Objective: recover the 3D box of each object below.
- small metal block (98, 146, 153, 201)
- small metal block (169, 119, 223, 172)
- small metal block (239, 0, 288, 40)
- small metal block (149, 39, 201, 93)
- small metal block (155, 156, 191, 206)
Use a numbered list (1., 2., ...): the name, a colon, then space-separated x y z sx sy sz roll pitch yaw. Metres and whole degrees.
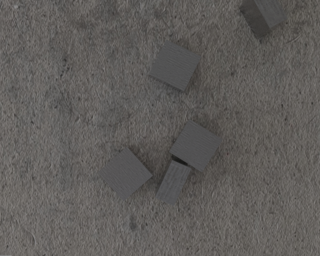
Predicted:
1. small metal block: -0.045 0.059 0.410 0.050 0.025 0.050 -42 90 0
2. small metal block: 0.046 0.023 0.410 0.050 0.025 0.050 32 90 0
3. small metal block: 0.131 -0.148 0.398 0.025 0.050 0.050 -29 90 0
4. small metal block: 0.020 -0.080 0.410 0.050 0.025 0.050 26 90 0
5. small metal block: 0.016 0.066 0.398 0.025 0.050 0.050 25 90 0
